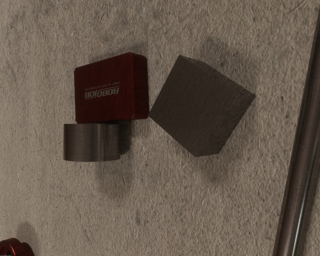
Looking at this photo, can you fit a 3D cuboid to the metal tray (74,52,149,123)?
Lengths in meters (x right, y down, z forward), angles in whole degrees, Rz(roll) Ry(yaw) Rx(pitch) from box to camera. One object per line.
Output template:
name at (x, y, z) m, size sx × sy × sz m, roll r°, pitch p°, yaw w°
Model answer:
metal tray at (-0.076, -0.054, 0.462) m, size 0.130 × 0.030 × 0.089 m, roll -4°, pitch 87°, yaw 39°

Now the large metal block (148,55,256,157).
large metal block at (0.045, -0.025, 0.350) m, size 0.080 × 0.050 × 0.079 m, roll 42°, pitch 115°, yaw 31°

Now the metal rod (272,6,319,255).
metal rod at (0.143, -0.016, 0.286) m, size 0.025 × 0.025 × 0.298 m, roll 13°, pitch 98°, yaw 39°

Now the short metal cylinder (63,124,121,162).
short metal cylinder at (-0.097, 0.019, 0.447) m, size 0.080 × 0.081 × 0.050 m, roll 1°, pitch 91°, yaw 39°

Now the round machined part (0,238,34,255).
round machined part at (-0.292, 0.273, 0.631) m, size 0.098 × 0.042 × 0.097 m, roll 0°, pitch 90°, yaw 39°
